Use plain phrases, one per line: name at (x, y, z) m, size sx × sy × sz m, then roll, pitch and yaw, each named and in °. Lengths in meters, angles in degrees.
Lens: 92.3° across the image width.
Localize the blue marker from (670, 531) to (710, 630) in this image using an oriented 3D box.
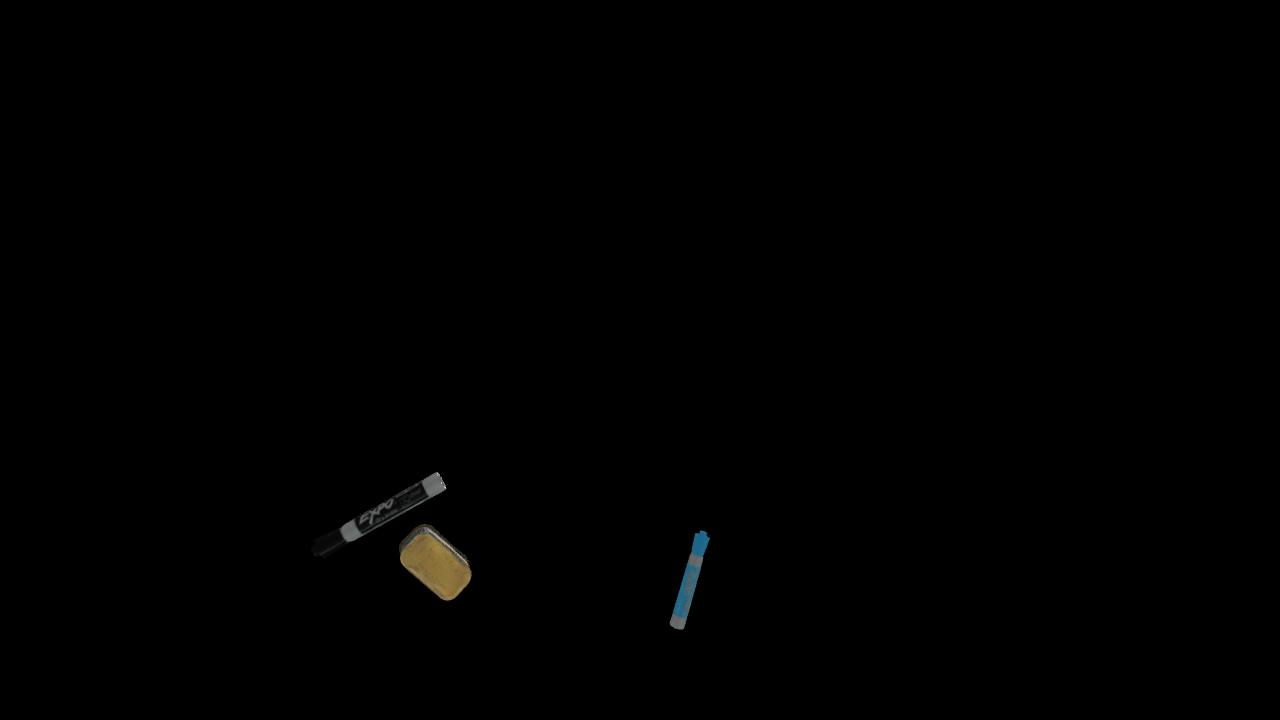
blue marker at (0.061, 0.268, 0.752) m, size 0.020 × 0.121 × 0.020 m, roll 16°, pitch 1°, yaw 0°

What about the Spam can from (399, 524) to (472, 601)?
Spam can at (-0.283, 0.280, 0.854) m, size 0.101 × 0.058 × 0.085 m, roll 45°, pitch -21°, yaw -9°

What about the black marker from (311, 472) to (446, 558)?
black marker at (-0.233, 0.139, 0.550) m, size 0.121 × 0.020 × 0.020 m, roll -29°, pitch 7°, yaw -13°
